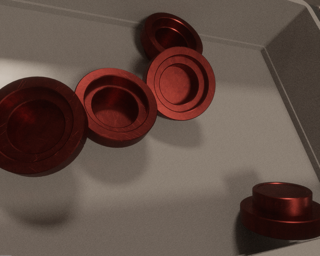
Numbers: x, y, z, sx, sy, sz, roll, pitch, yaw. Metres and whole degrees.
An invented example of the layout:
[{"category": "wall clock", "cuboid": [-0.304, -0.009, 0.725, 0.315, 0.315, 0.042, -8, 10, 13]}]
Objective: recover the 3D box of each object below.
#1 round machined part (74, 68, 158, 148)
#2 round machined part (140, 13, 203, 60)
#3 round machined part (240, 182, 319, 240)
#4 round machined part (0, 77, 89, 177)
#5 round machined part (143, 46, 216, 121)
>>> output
[{"category": "round machined part", "cuboid": [-0.056, -0.021, 0.374, 0.099, 0.042, 0.098, 10, 61, -18]}, {"category": "round machined part", "cuboid": [0.014, -0.128, 0.482, 0.099, 0.042, 0.098, 14, 56, -21]}, {"category": "round machined part", "cuboid": [0.149, 0.095, 0.379, 0.099, 0.098, 0.042, -5, 97, -31]}, {"category": "round machined part", "cuboid": [-0.122, 0.001, 0.313, 0.099, 0.042, 0.098, 1, 73, -3]}, {"category": "round machined part", "cuboid": [0.023, -0.059, 0.426, 0.099, 0.042, 0.097, -1, 92, -18]}]
